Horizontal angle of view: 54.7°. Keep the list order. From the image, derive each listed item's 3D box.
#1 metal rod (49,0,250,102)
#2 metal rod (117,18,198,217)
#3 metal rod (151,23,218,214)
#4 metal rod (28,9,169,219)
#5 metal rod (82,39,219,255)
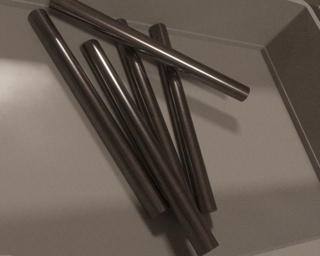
[{"bbox_3d":[-0.004,-0.109,0.438,0.302,0.025,0.025,23,53,-15],"label":"metal rod"},{"bbox_3d":[-0.013,-0.026,0.415,0.025,0.025,0.299,-7,65,-32],"label":"metal rod"},{"bbox_3d":[0.028,-0.030,0.440,0.025,0.025,0.299,2,61,-28],"label":"metal rod"},{"bbox_3d":[-0.080,-0.026,0.379,0.025,0.025,0.299,-25,75,-37],"label":"metal rod"},{"bbox_3d":[-0.022,0.008,0.374,0.025,0.025,0.299,-17,66,-35],"label":"metal rod"}]
